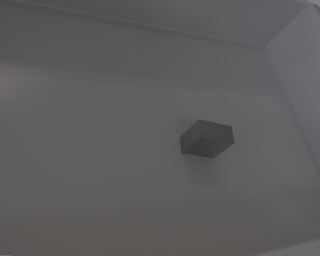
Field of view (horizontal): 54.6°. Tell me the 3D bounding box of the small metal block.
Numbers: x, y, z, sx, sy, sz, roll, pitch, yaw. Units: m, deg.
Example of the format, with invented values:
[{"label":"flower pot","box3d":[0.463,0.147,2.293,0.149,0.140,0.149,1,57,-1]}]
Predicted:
[{"label":"small metal block","box3d":[0.062,0.016,0.413,0.050,0.050,0.025,11,57,-22]}]
